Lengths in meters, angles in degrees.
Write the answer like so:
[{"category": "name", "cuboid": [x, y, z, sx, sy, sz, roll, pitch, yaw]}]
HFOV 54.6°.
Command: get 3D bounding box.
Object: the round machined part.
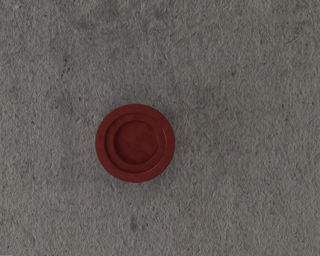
[{"category": "round machined part", "cuboid": [-0.030, 0.019, 0.401, 0.099, 0.042, 0.097, 0, 90, 0]}]
